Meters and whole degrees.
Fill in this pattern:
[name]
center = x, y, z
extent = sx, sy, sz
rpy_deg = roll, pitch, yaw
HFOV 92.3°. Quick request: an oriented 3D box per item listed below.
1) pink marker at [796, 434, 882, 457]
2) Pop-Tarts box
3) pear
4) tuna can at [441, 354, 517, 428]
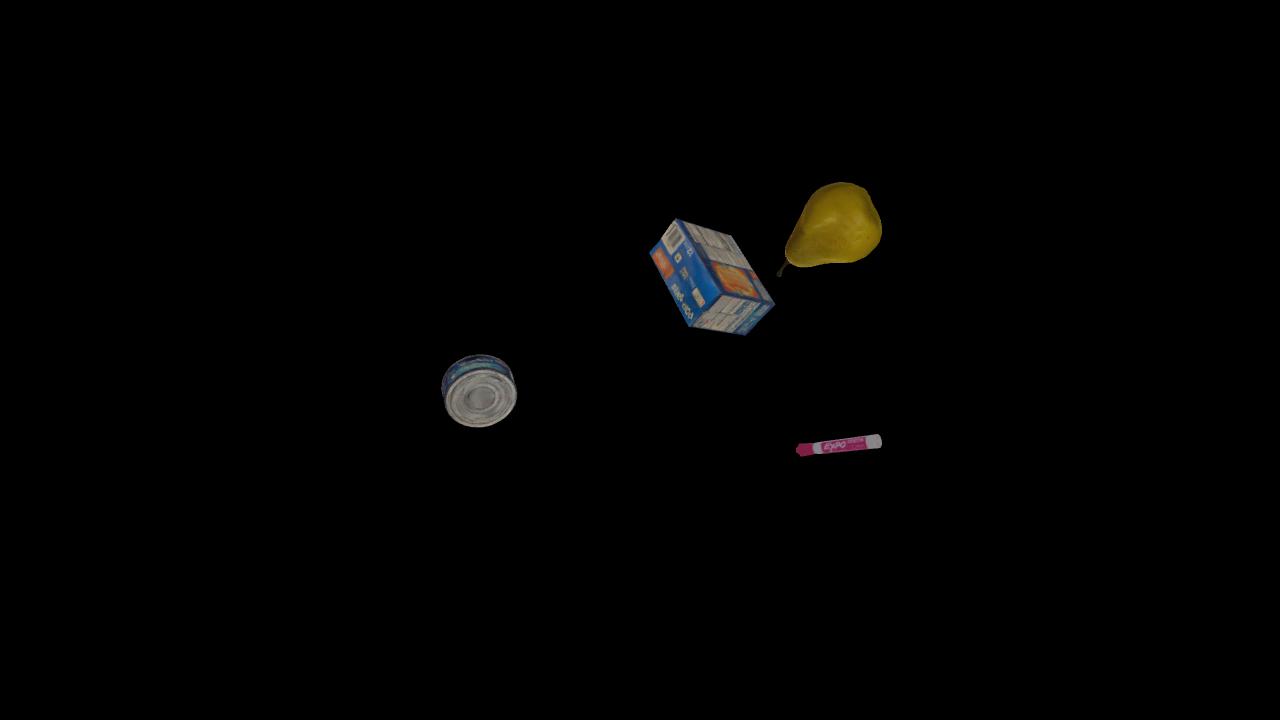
[pink marker]
center = 0.273, 0.119, 0.854
extent = 0.121, 0.020, 0.020
rpy_deg = -15, -10, 40
[Pop-Tarts box]
center = 0.117, -0.134, 1.011
extent = 0.141, 0.167, 0.083
rpy_deg = 5, -40, -42
[pear]
center = 0.178, -0.125, 0.611
extent = 0.111, 0.080, 0.080
rpy_deg = -23, -13, 32
[tuna can]
center = -0.187, 0.037, 0.717
extent = 0.084, 0.084, 0.034
rpy_deg = 0, 30, -23
